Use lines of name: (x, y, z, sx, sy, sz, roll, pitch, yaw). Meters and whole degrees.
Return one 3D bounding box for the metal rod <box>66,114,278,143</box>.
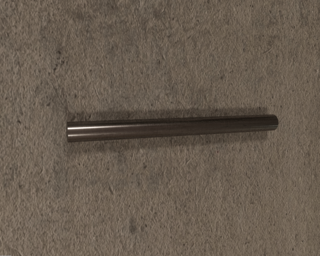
metal rod: (0.031, -0.002, 0.421, 0.303, 0.025, 0.025, -3, 91, -21)
